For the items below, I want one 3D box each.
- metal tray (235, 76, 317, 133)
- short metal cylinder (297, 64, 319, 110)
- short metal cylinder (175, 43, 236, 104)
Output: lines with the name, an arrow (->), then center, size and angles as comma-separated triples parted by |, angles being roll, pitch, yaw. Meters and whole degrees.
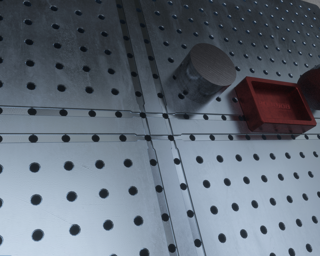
metal tray -> 0.200, -0.038, 0.535 | 0.131, 0.030, 0.090 | 2, 61, -27
short metal cylinder -> 0.310, -0.079, 0.588 | 0.050, 0.080, 0.080 | -27, 77, -37
short metal cylinder -> 0.070, -0.084, 0.481 | 0.081, 0.050, 0.080 | 14, 56, -21
